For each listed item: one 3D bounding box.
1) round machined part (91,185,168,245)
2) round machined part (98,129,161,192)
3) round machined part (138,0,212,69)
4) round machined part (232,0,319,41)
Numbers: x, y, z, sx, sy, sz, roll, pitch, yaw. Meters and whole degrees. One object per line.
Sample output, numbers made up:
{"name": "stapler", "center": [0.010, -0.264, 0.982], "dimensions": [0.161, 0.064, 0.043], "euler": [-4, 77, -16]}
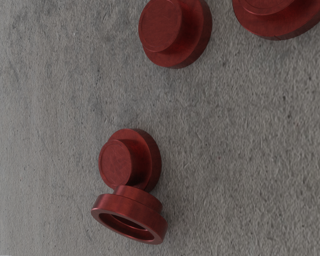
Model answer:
{"name": "round machined part", "center": [-0.035, 0.109, 0.400], "dimensions": [0.098, 0.098, 0.042], "euler": [-8, 46, 40]}
{"name": "round machined part", "center": [-0.049, 0.050, 0.434], "dimensions": [0.098, 0.042, 0.097], "euler": [0, 90, 40]}
{"name": "round machined part", "center": [0.011, -0.125, 0.385], "dimensions": [0.098, 0.042, 0.097], "euler": [0, 90, 40]}
{"name": "round machined part", "center": [0.114, -0.138, 0.300], "dimensions": [0.098, 0.042, 0.097], "euler": [0, 90, 40]}
